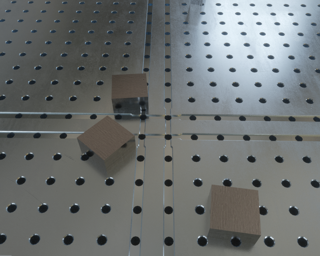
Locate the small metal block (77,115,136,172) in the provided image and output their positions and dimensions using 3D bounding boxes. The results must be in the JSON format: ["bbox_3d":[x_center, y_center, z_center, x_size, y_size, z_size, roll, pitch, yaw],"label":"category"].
[{"bbox_3d":[-0.067,0.018,0.391,0.050,0.025,0.050,35,58,25],"label":"small metal block"}]

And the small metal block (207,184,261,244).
[{"bbox_3d":[0.078,0.092,0.332,0.050,0.025,0.050,7,50,5],"label":"small metal block"}]

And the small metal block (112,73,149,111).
[{"bbox_3d":[-0.044,-0.053,0.451,0.050,0.025,0.050,-4,50,-4],"label":"small metal block"}]

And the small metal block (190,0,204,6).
[{"bbox_3d":[0.083,-0.288,0.635,0.025,0.050,0.050,14,52,11],"label":"small metal block"}]
